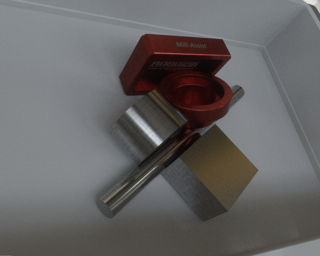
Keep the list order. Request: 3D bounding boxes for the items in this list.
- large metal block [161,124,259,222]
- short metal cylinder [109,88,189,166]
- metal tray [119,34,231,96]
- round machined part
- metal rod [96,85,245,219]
[{"bbox_3d":[0.062,0.055,0.388,0.080,0.050,0.080,48,51,5],"label":"large metal block"},{"bbox_3d":[-0.012,-0.001,0.364,0.050,0.080,0.080,48,51,4],"label":"short metal cylinder"},{"bbox_3d":[0.021,-0.083,0.424,0.131,0.090,0.030,-7,65,-32],"label":"metal tray"},{"bbox_3d":[0.046,-0.036,0.424,0.099,0.042,0.098,3,39,-2],"label":"round machined part"},{"bbox_3d":[0.035,0.012,0.417,0.025,0.025,0.302,48,51,5],"label":"metal rod"}]
